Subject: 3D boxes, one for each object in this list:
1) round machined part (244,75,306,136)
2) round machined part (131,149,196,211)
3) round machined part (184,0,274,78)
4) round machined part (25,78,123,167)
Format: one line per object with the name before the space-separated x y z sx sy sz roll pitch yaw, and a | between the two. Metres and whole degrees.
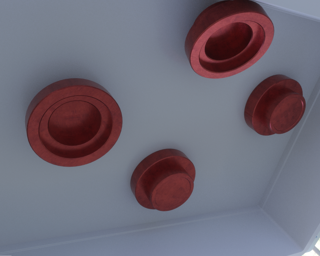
round machined part | 0.184 -0.030 0.479 0.099 0.042 0.097 -14 124 -21
round machined part | 0.010 0.082 0.454 0.099 0.042 0.097 -14 124 -21
round machined part | 0.075 -0.105 0.357 0.099 0.042 0.098 -12 149 -7
round machined part | -0.095 -0.009 0.340 0.099 0.042 0.097 -14 124 -21
